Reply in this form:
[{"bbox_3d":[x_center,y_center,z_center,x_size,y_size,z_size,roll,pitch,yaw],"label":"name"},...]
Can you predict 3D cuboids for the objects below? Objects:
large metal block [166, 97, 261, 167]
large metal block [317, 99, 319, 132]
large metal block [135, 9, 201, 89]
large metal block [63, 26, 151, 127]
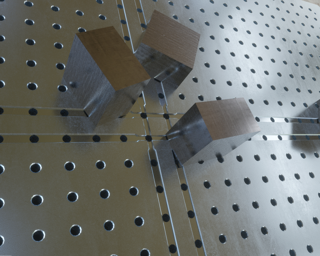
[{"bbox_3d":[0.067,0.006,0.405,0.081,0.080,0.050,-9,66,-32],"label":"large metal block"},{"bbox_3d":[0.347,-0.032,0.578,0.050,0.080,0.080,26,53,-12],"label":"large metal block"},{"bbox_3d":[0.009,-0.119,0.469,0.080,0.050,0.080,25,53,-13],"label":"large metal block"},{"bbox_3d":[-0.067,-0.061,0.373,0.050,0.080,0.080,-27,77,-37],"label":"large metal block"}]
